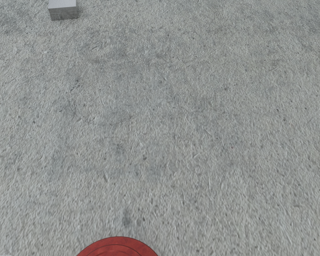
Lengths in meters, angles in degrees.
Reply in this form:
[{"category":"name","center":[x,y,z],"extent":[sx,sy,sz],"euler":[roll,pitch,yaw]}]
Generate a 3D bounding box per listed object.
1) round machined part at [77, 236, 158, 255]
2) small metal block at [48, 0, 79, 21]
[{"category":"round machined part","center":[-0.040,0.143,0.272],"extent":[0.099,0.042,0.098],"euler":[0,50,0]},{"category":"small metal block","center":[-0.186,-0.234,0.599],"extent":[0.050,0.025,0.050],"euler":[-7,50,-7]}]
